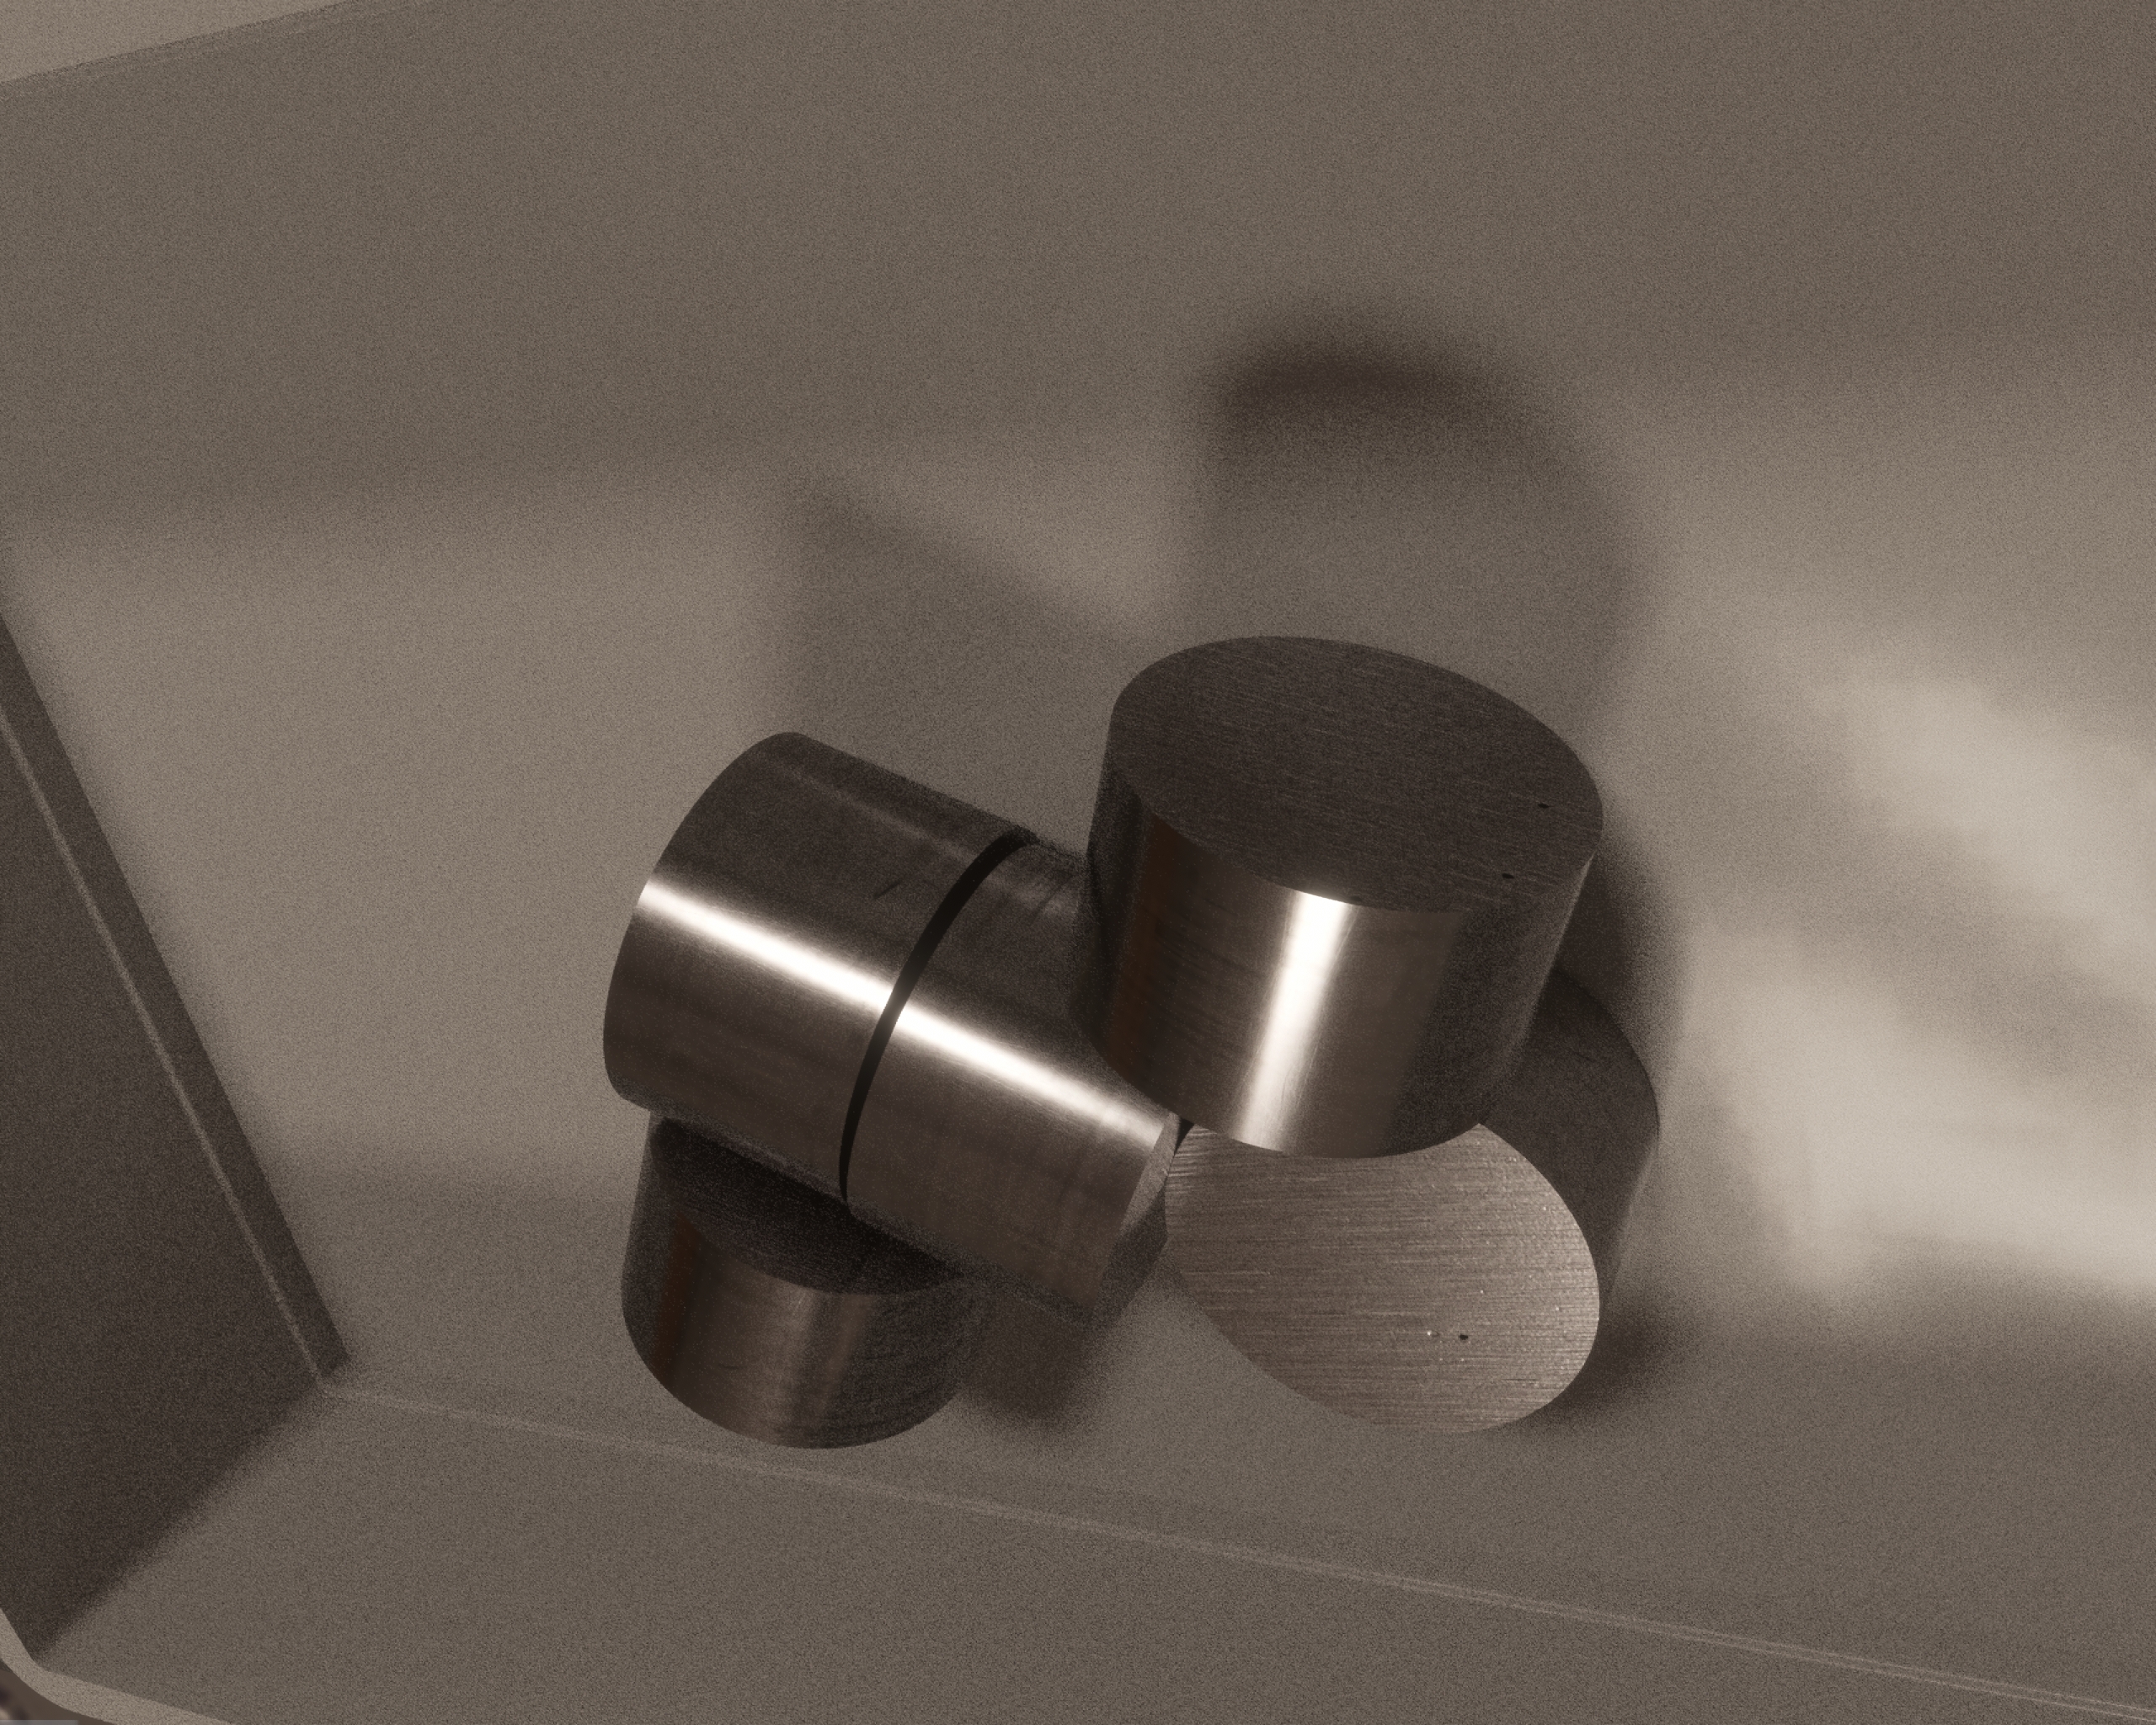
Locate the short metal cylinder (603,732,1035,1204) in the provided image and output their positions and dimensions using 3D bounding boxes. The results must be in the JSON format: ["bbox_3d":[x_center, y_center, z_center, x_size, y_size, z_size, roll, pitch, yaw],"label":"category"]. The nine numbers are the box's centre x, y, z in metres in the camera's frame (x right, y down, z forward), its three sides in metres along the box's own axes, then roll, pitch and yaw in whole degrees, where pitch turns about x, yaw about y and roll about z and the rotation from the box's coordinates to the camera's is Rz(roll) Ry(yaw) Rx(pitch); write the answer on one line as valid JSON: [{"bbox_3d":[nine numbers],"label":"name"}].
[{"bbox_3d":[-0.048,0.021,0.407,0.050,0.080,0.079,23,127,14],"label":"short metal cylinder"}]

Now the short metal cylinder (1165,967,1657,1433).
[{"bbox_3d":[0.063,0.059,0.392,0.080,0.050,0.079,13,124,20],"label":"short metal cylinder"}]

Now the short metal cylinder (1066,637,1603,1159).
[{"bbox_3d":[0.041,0.004,0.351,0.080,0.080,0.050,21,126,15],"label":"short metal cylinder"}]

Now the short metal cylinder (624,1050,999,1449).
[{"bbox_3d":[-0.054,0.076,0.445,0.080,0.080,0.050,26,127,11],"label":"short metal cylinder"}]

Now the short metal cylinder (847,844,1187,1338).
[{"bbox_3d":[-0.001,0.043,0.398,0.050,0.080,0.079,24,127,13],"label":"short metal cylinder"}]
